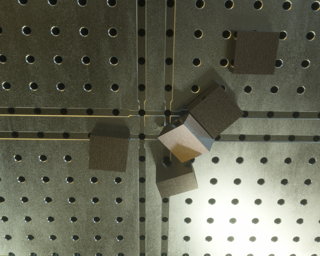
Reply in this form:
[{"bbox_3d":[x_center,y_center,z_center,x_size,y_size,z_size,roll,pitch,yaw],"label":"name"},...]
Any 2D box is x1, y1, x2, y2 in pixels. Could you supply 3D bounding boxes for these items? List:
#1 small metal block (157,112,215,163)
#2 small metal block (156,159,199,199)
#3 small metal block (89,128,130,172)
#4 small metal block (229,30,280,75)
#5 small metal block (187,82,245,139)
[{"bbox_3d":[0.034,0.014,0.407,0.050,0.025,0.050,46,135,-15],"label":"small metal block"},{"bbox_3d":[0.022,0.066,0.425,0.050,0.050,0.025,-17,109,6],"label":"small metal block"},{"bbox_3d":[-0.069,0.031,0.424,0.050,0.025,0.050,6,110,-3],"label":"small metal block"},{"bbox_3d":[0.115,-0.093,0.381,0.050,0.025,0.050,1,110,-1],"label":"small metal block"},{"bbox_3d":[0.072,-0.023,0.404,0.050,0.025,0.050,-41,106,9],"label":"small metal block"}]
